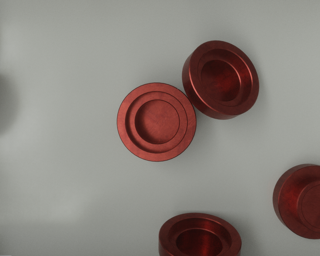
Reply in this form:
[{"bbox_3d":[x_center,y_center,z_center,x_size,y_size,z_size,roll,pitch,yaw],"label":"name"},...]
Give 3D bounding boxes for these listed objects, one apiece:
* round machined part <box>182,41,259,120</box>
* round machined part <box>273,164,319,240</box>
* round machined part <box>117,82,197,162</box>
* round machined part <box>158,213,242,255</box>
[{"bbox_3d":[0.072,-0.057,0.392,0.099,0.042,0.098,6,73,-20],"label":"round machined part"},{"bbox_3d":[0.204,0.098,0.406,0.099,0.042,0.097,0,90,-1],"label":"round machined part"},{"bbox_3d":[-0.002,-0.008,0.399,0.099,0.042,0.097,0,94,6],"label":"round machined part"},{"bbox_3d":[0.047,0.149,0.378,0.099,0.098,0.042,1,108,-1],"label":"round machined part"}]
